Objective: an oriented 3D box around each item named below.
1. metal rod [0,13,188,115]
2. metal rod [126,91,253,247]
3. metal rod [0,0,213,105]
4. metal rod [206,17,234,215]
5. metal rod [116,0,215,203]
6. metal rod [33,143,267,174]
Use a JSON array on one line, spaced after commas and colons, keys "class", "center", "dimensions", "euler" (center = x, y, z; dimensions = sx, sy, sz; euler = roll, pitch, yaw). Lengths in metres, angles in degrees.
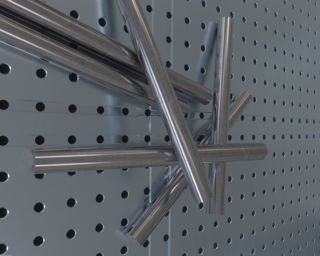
[{"class": "metal rod", "center": [-0.081, -0.067, 0.340], "dimensions": [0.302, 0.025, 0.025], "euler": [21, 77, -38]}, {"class": "metal rod", "center": [0.057, 0.042, 0.455], "dimensions": [0.301, 0.025, 0.025], "euler": [-47, 118, -30]}, {"class": "metal rod", "center": [-0.042, -0.086, 0.372], "dimensions": [0.302, 0.025, 0.025], "euler": [19, 78, -38]}, {"class": "metal rod", "center": [0.090, -0.027, 0.458], "dimensions": [0.025, 0.025, 0.299], "euler": [18, 71, -39]}, {"class": "metal rod", "center": [-0.003, -0.058, 0.359], "dimensions": [0.025, 0.025, 0.299], "euler": [-21, 89, -38]}, {"class": "metal rod", "center": [0.010, 0.033, 0.375], "dimensions": [0.302, 0.025, 0.025], "euler": [0, 90, -27]}]
